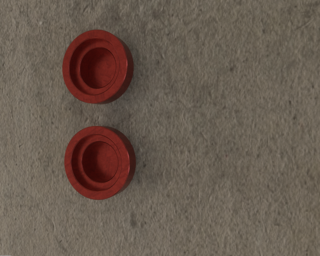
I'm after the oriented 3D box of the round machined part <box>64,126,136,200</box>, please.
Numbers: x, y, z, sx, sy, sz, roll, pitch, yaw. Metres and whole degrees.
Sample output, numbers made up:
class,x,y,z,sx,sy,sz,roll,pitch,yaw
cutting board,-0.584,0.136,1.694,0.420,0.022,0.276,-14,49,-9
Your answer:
class,x,y,z,sx,sy,sz,roll,pitch,yaw
round machined part,-0.078,0.046,0.426,0.098,0.042,0.097,0,90,19

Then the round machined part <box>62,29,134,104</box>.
class,x,y,z,sx,sy,sz,roll,pitch,yaw
round machined part,-0.081,-0.081,0.427,0.098,0.042,0.097,0,90,19
